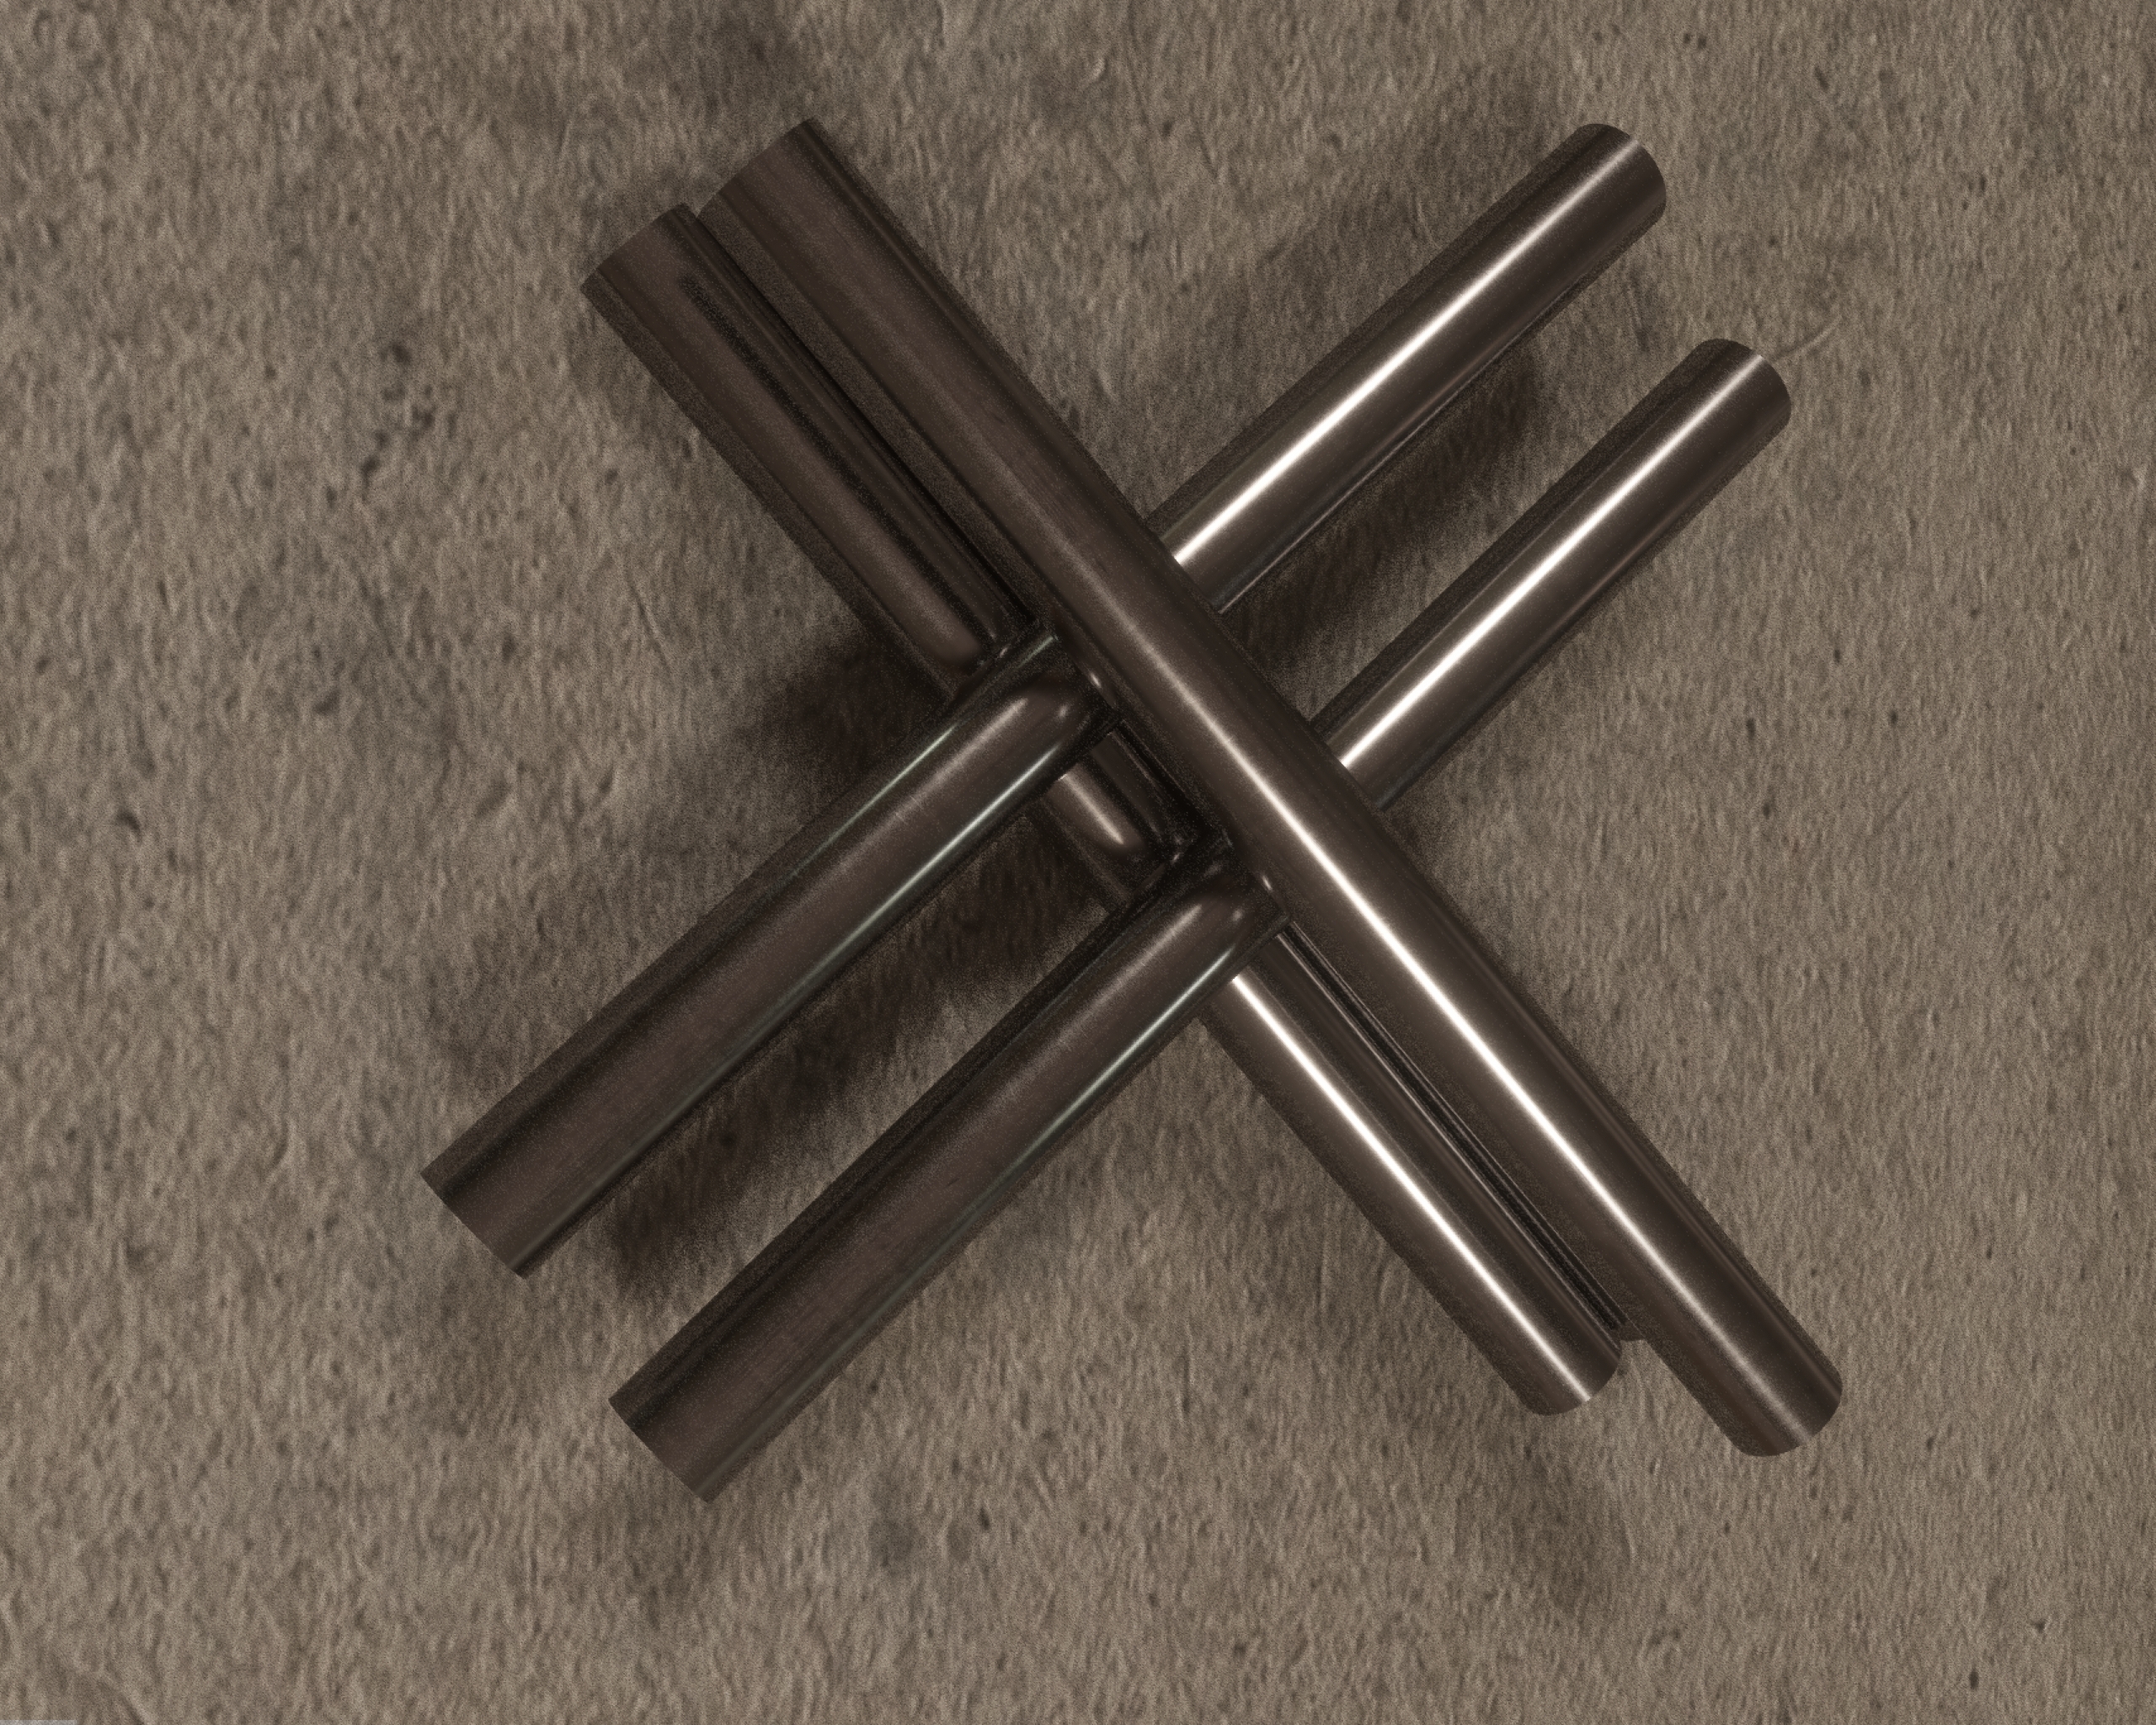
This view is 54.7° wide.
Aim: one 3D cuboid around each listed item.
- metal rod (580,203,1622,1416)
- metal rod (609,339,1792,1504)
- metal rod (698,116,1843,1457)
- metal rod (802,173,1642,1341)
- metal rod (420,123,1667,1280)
[{"bbox_3d":[0.013,-0.001,0.416,0.025,0.025,0.300,-44,104,-15],"label":"metal rod"},{"bbox_3d":[0.033,0.001,0.397,0.301,0.025,0.025,-44,104,-15],"label":"metal rod"},{"bbox_3d":[0.043,-0.003,0.374,0.025,0.025,0.300,-45,104,-15],"label":"metal rod"},{"bbox_3d":[0.033,-0.015,0.423,0.025,0.025,0.300,-44,104,-15],"label":"metal rod"},{"bbox_3d":[0.005,-0.040,0.386,0.301,0.025,0.025,-44,104,-15],"label":"metal rod"}]
